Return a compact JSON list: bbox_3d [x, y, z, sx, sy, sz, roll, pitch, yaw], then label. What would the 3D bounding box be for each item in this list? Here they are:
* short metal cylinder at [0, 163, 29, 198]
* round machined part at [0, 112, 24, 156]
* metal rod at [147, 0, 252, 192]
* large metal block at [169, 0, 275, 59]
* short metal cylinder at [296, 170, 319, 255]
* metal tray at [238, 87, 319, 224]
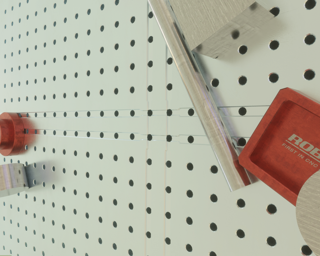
[{"bbox_3d":[-0.317,0.109,0.636,0.080,0.081,0.050,-28,73,36],"label":"short metal cylinder"},{"bbox_3d":[-0.343,0.014,0.682,0.098,0.042,0.097,0,90,40],"label":"round machined part"},{"bbox_3d":[0.036,-0.068,0.379,0.025,0.025,0.299,-33,69,35],"label":"metal rod"},{"bbox_3d":[0.064,-0.136,0.340,0.080,0.050,0.080,-32,70,35],"label":"large metal block"},{"bbox_3d":[0.150,0.063,0.229,0.080,0.050,0.080,0,90,40],"label":"short metal cylinder"},{"bbox_3d":[0.149,0.032,0.283,0.130,0.030,0.089,40,114,33],"label":"metal tray"}]
